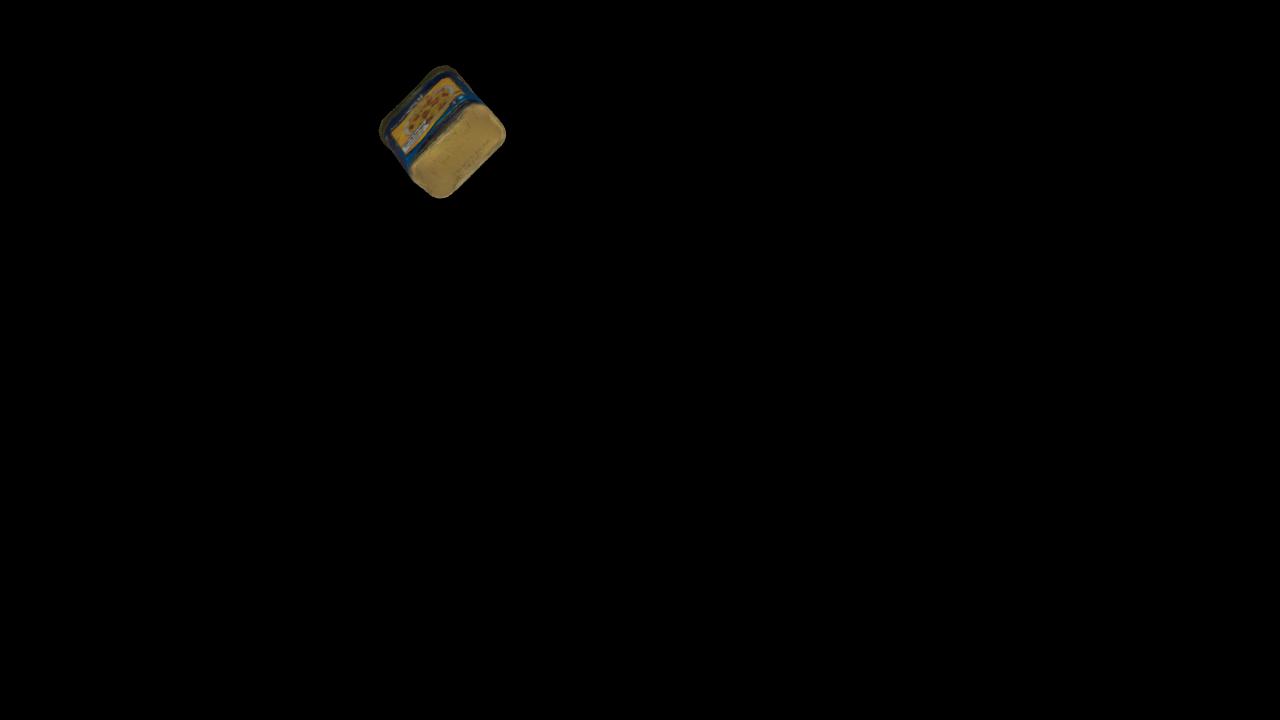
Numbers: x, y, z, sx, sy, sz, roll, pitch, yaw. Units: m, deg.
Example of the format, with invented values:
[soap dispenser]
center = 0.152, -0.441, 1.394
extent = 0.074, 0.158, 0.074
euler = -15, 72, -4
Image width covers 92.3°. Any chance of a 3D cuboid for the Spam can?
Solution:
[Spam can]
center = -0.188, -0.217, 0.589
extent = 0.085, 0.101, 0.058
euler = 49, 5, 34
